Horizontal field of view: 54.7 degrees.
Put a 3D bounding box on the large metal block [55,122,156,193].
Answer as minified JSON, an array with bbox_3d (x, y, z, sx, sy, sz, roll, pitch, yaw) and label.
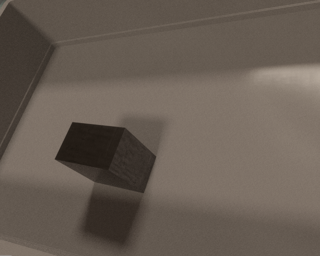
[{"bbox_3d":[-0.063,0.037,0.380,0.080,0.080,0.050,6,65,30],"label":"large metal block"}]
